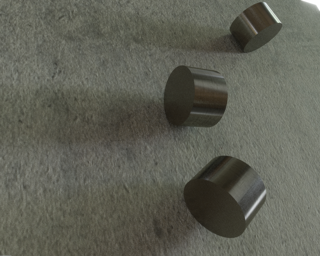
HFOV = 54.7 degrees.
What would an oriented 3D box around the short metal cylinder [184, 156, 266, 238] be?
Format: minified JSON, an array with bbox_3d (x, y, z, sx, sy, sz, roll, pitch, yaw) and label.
[{"bbox_3d":[0.075,0.079,0.362,0.080,0.080,0.050,50,51,6],"label":"short metal cylinder"}]

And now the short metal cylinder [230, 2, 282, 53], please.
[{"bbox_3d":[0.180,-0.188,0.583,0.081,0.080,0.050,-19,72,-36],"label":"short metal cylinder"}]

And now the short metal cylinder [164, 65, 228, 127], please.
[{"bbox_3d":[0.046,-0.042,0.421,0.050,0.080,0.080,3,60,-27],"label":"short metal cylinder"}]
